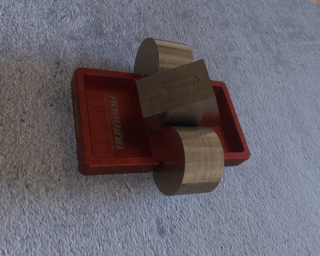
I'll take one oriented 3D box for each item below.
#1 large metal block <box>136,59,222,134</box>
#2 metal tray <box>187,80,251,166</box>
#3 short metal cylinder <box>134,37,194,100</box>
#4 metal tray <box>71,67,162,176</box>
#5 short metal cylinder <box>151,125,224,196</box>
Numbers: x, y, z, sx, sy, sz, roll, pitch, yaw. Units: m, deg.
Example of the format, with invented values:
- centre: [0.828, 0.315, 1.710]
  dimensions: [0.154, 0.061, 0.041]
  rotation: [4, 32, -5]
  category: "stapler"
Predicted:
- centre: [0.025, -0.029, 0.375]
  dimensions: [0.080, 0.080, 0.050]
  rotation: [-17, 65, 9]
  category: "large metal block"
- centre: [0.068, -0.010, 0.445]
  dimensions: [0.091, 0.030, 0.130]
  rotation: [2, 61, -28]
  category: "metal tray"
- centre: [0.003, -0.078, 0.419]
  dimensions: [0.050, 0.080, 0.080]
  rotation: [2, 61, -27]
  category: "short metal cylinder"
- centre: [-0.056, -0.010, 0.378]
  dimensions: [0.091, 0.030, 0.130]
  rotation: [2, 61, -28]
  category: "metal tray"
- centre: [0.030, 0.037, 0.363]
  dimensions: [0.050, 0.080, 0.080]
  rotation: [2, 61, -27]
  category: "short metal cylinder"
